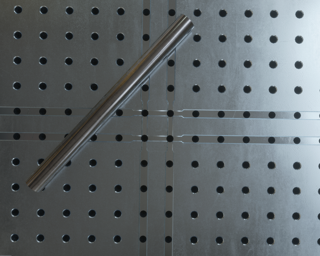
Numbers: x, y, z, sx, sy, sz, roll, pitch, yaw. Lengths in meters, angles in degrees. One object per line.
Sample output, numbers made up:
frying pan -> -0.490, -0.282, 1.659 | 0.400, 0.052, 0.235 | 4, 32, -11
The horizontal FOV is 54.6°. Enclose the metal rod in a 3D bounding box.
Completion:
metal rod -> -0.066, -0.033, 0.412 | 0.025, 0.025, 0.300 | 43, 90, 0
